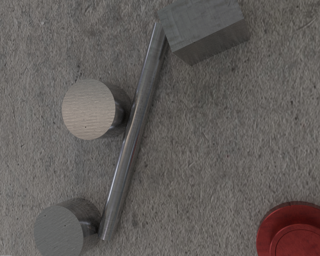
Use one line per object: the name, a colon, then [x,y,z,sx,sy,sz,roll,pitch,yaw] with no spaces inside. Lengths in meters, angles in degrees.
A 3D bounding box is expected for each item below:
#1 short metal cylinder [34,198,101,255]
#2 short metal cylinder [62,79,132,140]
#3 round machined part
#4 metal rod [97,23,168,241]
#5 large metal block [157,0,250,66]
short metal cylinder: [-0.129,0.144,0.441,0.080,0.050,0.080,0,90,20]
short metal cylinder: [-0.085,-0.024,0.426,0.080,0.050,0.080,0,90,20]
round machined part: [0.158,0.134,0.344,0.098,0.042,0.097,0,90,20]
metal rod: [-0.036,0.009,0.421,0.025,0.025,0.298,18,96,19]
large metal block: [0.054,-0.119,0.361,0.080,0.080,0.050,-22,83,18]
